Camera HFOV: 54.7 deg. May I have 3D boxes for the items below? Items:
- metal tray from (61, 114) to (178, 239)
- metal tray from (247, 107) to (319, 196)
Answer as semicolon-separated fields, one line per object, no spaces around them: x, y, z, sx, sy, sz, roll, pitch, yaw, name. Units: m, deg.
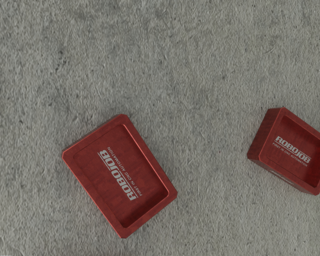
-0.049;0.058;0.388;0.090;0.030;0.130;-36;102;-17;metal tray
0.208;0.037;0.483;0.131;0.030;0.090;31;80;-18;metal tray
